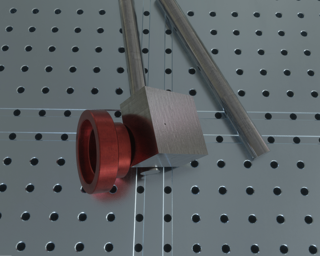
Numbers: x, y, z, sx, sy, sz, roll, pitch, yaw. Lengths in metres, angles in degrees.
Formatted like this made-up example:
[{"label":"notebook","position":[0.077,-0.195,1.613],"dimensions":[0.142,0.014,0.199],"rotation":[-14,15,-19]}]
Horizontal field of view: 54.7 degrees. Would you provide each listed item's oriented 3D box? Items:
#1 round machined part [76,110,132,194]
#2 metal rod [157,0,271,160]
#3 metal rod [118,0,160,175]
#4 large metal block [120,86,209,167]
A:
[{"label":"round machined part","position":[-0.067,0.027,0.368],"dimensions":[0.042,0.098,0.098],"rotation":[-1,68,-29]},{"label":"metal rod","position":[0.067,-0.091,0.445],"dimensions":[0.025,0.025,0.299],"rotation":[-25,72,-9]},{"label":"metal rod","position":[-0.034,-0.083,0.441],"dimensions":[0.025,0.025,0.299],"rotation":[-8,70,-3]},{"label":"large metal block","position":[0.005,0.002,0.377],"dimensions":[0.081,0.050,0.080],"rotation":[6,64,-42]}]
